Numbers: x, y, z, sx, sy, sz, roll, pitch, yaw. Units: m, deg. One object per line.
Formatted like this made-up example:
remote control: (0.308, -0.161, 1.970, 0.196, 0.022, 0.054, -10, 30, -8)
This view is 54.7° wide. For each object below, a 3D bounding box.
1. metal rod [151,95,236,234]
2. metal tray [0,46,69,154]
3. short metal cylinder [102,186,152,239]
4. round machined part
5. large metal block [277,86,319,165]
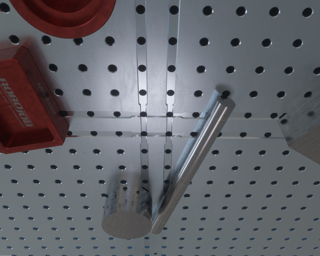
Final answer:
metal rod: (0.037, 0.075, 0.475, 0.025, 0.025, 0.298, 14, 129, -12)
metal tray: (-0.181, -0.028, 0.382, 0.090, 0.030, 0.129, -9, 130, 7)
short metal cylinder: (-0.053, 0.141, 0.515, 0.081, 0.050, 0.079, 0, 130, 0)
round machined part: (-0.087, -0.136, 0.283, 0.099, 0.042, 0.097, 0, 130, 0)
large metal block: (0.216, -0.001, 0.396, 0.080, 0.050, 0.080, 27, 125, -21)
